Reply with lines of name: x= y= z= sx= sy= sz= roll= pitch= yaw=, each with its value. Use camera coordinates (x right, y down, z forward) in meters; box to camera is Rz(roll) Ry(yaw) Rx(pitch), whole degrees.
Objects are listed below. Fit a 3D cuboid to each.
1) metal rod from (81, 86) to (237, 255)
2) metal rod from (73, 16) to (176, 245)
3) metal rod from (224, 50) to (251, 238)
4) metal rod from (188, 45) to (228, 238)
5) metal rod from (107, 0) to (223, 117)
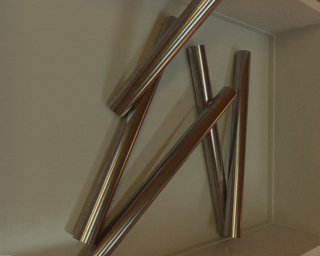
metal rod: x=0.010 y=0.051 z=0.398 sx=0.301 sy=0.025 sz=0.025 roll=-48 pitch=119 yaw=-23
metal rod: x=-0.032 y=-0.011 z=0.381 sx=0.025 sy=0.025 sz=0.299 roll=33 pitch=69 yaw=-36
metal rod: x=0.124 y=0.017 z=0.492 sx=0.025 sy=0.025 sz=0.299 roll=19 pitch=72 yaw=-39
metal rod: x=0.080 y=0.025 z=0.476 sx=0.025 sy=0.025 sz=0.298 roll=-18 pitch=102 yaw=-39
metal rod: x=0.045 y=-0.131 z=0.338 sx=0.025 sy=0.025 sz=0.299 roll=33 pitch=104 yaw=-36
